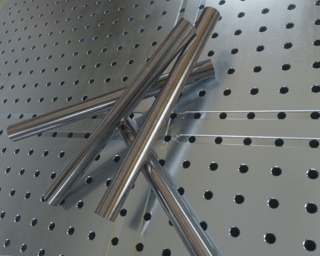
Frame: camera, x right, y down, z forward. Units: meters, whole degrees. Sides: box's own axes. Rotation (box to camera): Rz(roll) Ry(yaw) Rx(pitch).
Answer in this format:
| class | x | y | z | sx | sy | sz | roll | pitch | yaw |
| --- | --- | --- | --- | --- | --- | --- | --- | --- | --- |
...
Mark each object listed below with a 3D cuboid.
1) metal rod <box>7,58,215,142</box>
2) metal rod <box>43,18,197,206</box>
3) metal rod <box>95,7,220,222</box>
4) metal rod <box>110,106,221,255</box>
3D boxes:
| class | x | y | z | sx | sy | sz | roll | pitch | yaw |
| --- | --- | --- | --- | --- | --- | --- | --- | --- | --- |
| metal rod | -0.071 | -0.037 | 0.436 | 0.301 | 0.025 | 0.025 | -18 | 54 | 5 |
| metal rod | -0.056 | -0.016 | 0.411 | 0.299 | 0.025 | 0.025 | -51 | 51 | 7 |
| metal rod | 0.004 | -0.028 | 0.387 | 0.025 | 0.025 | 0.300 | 17 | 72 | 35 |
| metal rod | -0.005 | 0.059 | 0.375 | 0.025 | 0.025 | 0.300 | -38 | 51 | 3 |
